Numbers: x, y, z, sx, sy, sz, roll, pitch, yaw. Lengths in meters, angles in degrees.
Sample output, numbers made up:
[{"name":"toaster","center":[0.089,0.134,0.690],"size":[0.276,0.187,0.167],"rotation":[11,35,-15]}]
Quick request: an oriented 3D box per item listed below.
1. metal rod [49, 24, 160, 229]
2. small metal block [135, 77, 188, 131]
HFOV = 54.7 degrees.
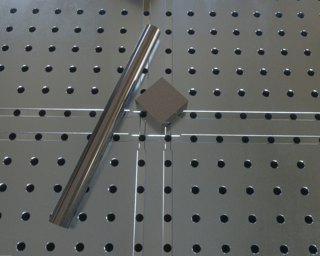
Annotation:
[{"name":"metal rod","center":[-0.066,-0.016,0.416],"size":[0.025,0.025,0.300],"rotation":[20,71,7]},{"name":"small metal block","center":[0.002,-0.033,0.424],"size":[0.050,0.025,0.050],"rotation":[-42,76,-14]}]
